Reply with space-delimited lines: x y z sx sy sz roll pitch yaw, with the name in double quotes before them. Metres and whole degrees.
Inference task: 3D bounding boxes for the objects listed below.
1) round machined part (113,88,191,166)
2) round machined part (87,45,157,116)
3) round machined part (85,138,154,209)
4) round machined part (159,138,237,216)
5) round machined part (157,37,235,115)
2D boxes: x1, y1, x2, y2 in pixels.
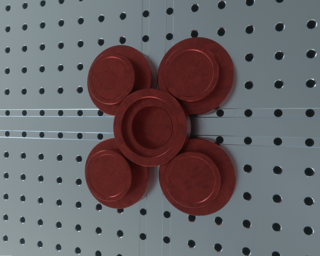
"round machined part" -0.007 -0.001 0.403 0.098 0.042 0.097 0 90 19
"round machined part" -0.058 -0.064 0.422 0.098 0.042 0.097 0 90 19
"round machined part" -0.061 0.063 0.424 0.098 0.042 0.097 0 90 19
"round machined part" 0.044 0.062 0.387 0.098 0.042 0.097 0 90 19
"round machined part" 0.043 -0.065 0.387 0.098 0.042 0.097 0 90 19
